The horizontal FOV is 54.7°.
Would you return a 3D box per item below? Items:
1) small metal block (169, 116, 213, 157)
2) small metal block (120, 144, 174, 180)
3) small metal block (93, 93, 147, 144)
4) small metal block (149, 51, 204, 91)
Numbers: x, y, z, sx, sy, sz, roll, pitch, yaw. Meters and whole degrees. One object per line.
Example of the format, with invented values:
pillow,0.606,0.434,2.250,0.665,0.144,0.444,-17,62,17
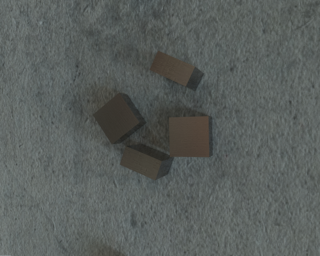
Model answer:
small metal block,0.040,0.011,0.394,0.050,0.025,0.050,-1,90,19
small metal block,-0.016,0.042,0.400,0.050,0.050,0.025,21,97,18
small metal block,-0.056,-0.013,0.428,0.050,0.025,0.050,-38,78,16
small metal block,0.022,-0.070,0.387,0.050,0.050,0.025,28,99,17
